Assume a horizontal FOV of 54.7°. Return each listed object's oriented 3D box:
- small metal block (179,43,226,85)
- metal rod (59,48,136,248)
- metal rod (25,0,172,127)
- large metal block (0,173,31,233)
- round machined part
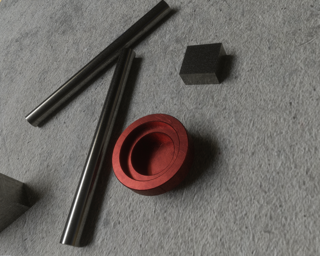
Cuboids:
[{"bbox_3d":[0.059,-0.087,0.426,0.050,0.025,0.050,3,63,29],"label":"small metal block"},{"bbox_3d":[-0.080,0.010,0.438,0.025,0.025,0.299,-2,61,27],"label":"metal rod"},{"bbox_3d":[-0.103,-0.108,0.521,0.300,0.025,0.025,-41,51,0],"label":"metal rod"},{"bbox_3d":[-0.245,0.106,0.430,0.080,0.080,0.050,-40,51,1],"label":"large metal block"},{"bbox_3d":[-0.004,0.035,0.373,0.098,0.042,0.098,-13,56,20],"label":"round machined part"}]
